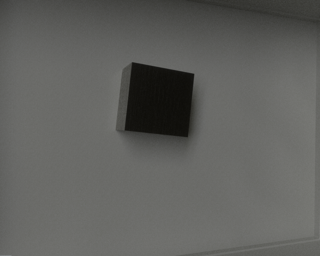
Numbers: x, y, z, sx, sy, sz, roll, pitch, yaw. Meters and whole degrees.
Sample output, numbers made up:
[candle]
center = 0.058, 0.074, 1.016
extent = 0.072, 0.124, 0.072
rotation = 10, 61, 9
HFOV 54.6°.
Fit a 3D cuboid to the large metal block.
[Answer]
[large metal block]
center = -0.007, -0.033, 0.394
extent = 0.081, 0.050, 0.080
rotation = 7, 88, -20
